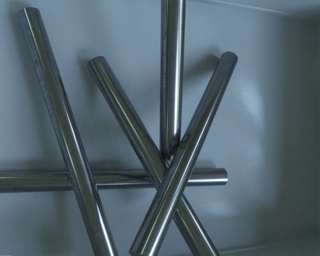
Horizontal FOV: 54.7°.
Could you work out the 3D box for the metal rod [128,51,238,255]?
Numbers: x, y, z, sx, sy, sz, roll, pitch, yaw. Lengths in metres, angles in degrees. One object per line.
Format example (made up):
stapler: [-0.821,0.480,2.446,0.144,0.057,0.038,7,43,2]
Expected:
metal rod: [0.042,0.008,0.364,0.025,0.025,0.301,40,54,-16]

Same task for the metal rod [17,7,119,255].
metal rod: [-0.104,0.010,0.351,0.025,0.025,0.299,-18,89,-19]

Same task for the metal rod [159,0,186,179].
metal rod: [0.013,-0.045,0.341,0.025,0.025,0.298,-7,113,-20]

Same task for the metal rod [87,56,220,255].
metal rod: [-0.004,0.045,0.354,0.025,0.025,0.299,-27,78,-18]

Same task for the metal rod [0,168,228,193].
metal rod: [-0.052,0.065,0.391,0.302,0.025,0.025,2,90,-20]
